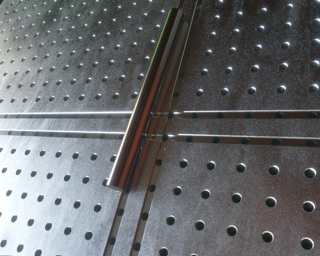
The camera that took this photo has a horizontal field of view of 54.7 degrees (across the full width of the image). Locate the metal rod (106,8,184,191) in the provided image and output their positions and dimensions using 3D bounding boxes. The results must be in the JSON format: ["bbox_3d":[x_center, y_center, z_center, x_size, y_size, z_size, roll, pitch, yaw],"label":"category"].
[{"bbox_3d":[-0.015,-0.055,0.448,0.025,0.025,0.300,4,63,29],"label":"metal rod"}]
